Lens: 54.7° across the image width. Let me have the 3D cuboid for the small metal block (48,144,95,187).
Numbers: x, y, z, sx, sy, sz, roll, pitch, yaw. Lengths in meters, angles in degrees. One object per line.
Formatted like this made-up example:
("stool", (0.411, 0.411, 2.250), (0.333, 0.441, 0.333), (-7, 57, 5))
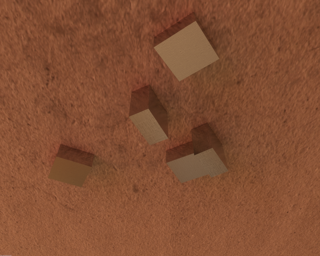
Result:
("small metal block", (-0.130, 0.056, 0.453), (0.050, 0.025, 0.050), (20, 127, -17))

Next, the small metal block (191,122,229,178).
("small metal block", (0.067, 0.029, 0.417), (0.025, 0.050, 0.050), (-25, 126, 19))

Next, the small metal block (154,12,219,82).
("small metal block", (0.028, -0.086, 0.334), (0.050, 0.025, 0.050), (-28, 125, 21))

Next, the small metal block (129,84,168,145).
("small metal block", (-0.013, -0.016, 0.377), (0.025, 0.050, 0.050), (-21, 127, 17))

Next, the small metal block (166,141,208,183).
("small metal block", (0.043, 0.049, 0.450), (0.050, 0.025, 0.050), (-22, 127, 17))
